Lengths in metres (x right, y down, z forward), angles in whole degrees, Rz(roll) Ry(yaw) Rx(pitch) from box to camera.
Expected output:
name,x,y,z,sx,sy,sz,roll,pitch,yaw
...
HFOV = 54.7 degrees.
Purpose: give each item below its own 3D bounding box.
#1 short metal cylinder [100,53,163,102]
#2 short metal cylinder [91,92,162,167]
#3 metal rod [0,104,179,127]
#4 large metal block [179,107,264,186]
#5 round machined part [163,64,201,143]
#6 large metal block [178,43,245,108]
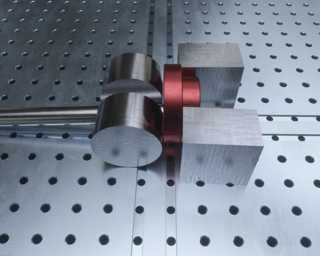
name,x,y,z,sx,sy,sz,roll,pitch,yaw
short metal cylinder,-0.036,-0.053,0.416,0.080,0.080,0.050,1,51,0
short metal cylinder,-0.037,0.004,0.367,0.080,0.080,0.050,1,51,1
metal rod,-0.119,-0.016,0.405,0.302,0.025,0.025,-1,50,4
large metal block,0.064,0.023,0.354,0.080,0.080,0.050,2,50,2
round machined part,0.026,-0.030,0.385,0.042,0.097,0.098,1,50,1
large metal block,0.065,-0.069,0.431,0.081,0.080,0.050,0,50,0
